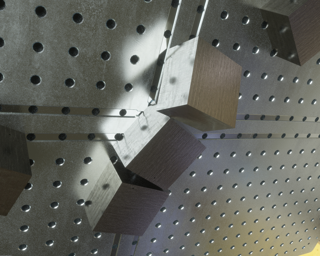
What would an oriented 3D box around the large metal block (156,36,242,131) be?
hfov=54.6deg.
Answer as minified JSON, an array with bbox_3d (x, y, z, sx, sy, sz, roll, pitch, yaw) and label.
[{"bbox_3d":[0.049,-0.047,0.367,0.080,0.050,0.080,22,71,-36],"label":"large metal block"}]

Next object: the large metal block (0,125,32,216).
[{"bbox_3d":[-0.178,0.031,0.297,0.080,0.080,0.050,27,104,-37],"label":"large metal block"}]

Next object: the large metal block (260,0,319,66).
[{"bbox_3d":[0.190,-0.144,0.409,0.080,0.050,0.080,-39,129,-2],"label":"large metal block"}]

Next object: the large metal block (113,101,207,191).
[{"bbox_3d":[0.000,0.025,0.410,0.080,0.050,0.080,-48,129,5],"label":"large metal block"}]

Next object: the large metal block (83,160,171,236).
[{"bbox_3d":[-0.046,0.099,0.430,0.080,0.050,0.080,21,107,-36],"label":"large metal block"}]
